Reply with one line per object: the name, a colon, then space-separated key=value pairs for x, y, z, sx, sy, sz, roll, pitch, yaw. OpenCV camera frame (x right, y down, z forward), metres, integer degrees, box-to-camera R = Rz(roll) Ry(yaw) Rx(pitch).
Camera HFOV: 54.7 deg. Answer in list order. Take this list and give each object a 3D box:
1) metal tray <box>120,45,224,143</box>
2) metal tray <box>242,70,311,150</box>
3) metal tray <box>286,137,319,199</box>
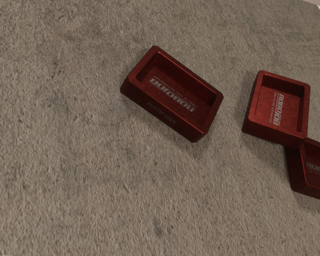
metal tray: x=0.021 y=-0.050 z=0.443 sx=0.130 sy=0.030 sz=0.090 roll=35 pitch=51 yaw=-5
metal tray: x=0.193 y=-0.034 z=0.509 sx=0.090 sy=0.030 sz=0.130 roll=19 pitch=51 yaw=8
metal tray: x=0.270 y=0.072 z=0.504 sx=0.131 sy=0.030 sz=0.090 roll=19 pitch=54 yaw=-18
